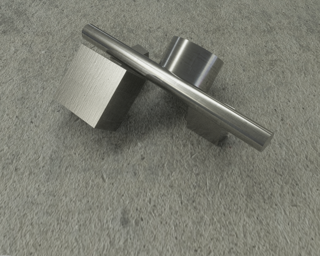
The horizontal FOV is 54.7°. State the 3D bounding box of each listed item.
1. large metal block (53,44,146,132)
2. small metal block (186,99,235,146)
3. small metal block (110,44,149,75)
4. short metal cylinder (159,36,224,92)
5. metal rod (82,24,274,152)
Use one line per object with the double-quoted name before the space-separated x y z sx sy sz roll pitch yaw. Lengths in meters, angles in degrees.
"large metal block" -0.080 -0.051 0.408 0.080 0.050 0.080 33 98 24
"small metal block" 0.063 -0.012 0.396 0.050 0.050 0.025 33 58 24
"small metal block" -0.044 -0.090 0.464 0.050 0.050 0.025 -32 57 -24
"short metal cylinder" 0.042 -0.086 0.434 0.080 0.080 0.050 32 98 23
"metal rod" 0.004 -0.063 0.393 0.300 0.025 0.025 36 58 26
